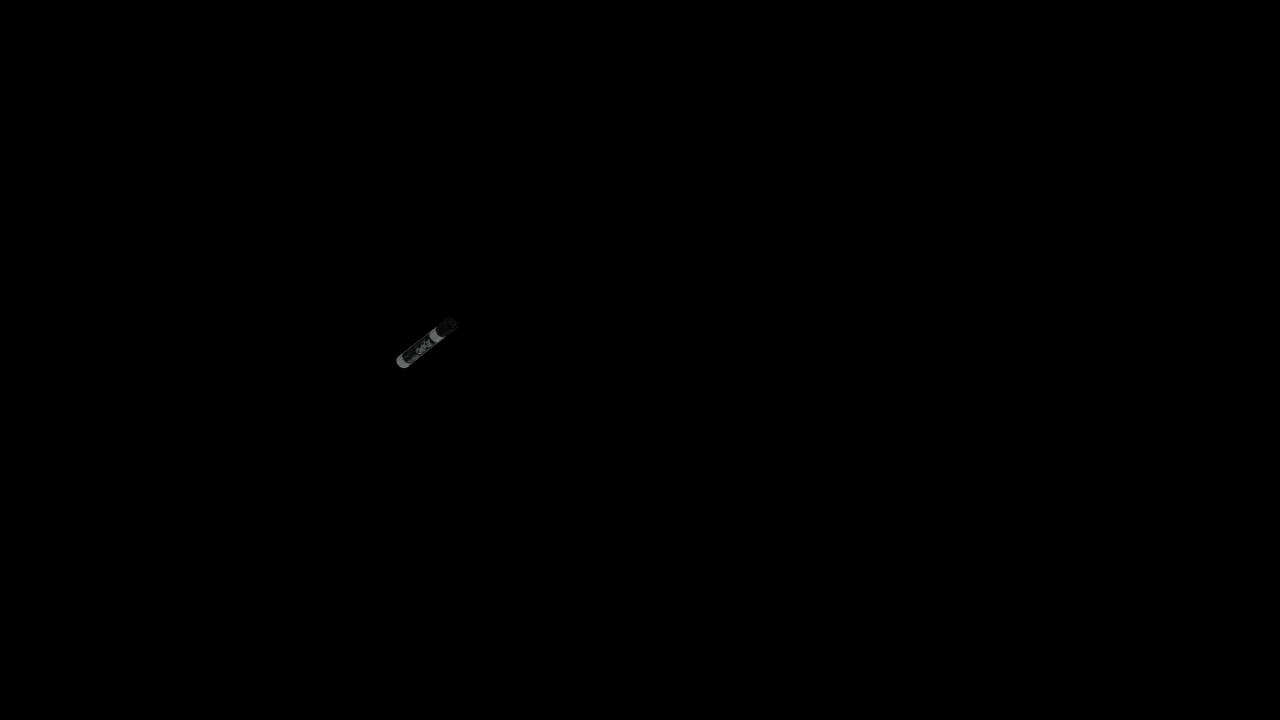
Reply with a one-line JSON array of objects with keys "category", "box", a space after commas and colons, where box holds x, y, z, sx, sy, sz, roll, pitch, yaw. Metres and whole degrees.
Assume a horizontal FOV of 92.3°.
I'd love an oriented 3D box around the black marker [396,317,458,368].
[{"category": "black marker", "box": [-0.275, -0.022, 0.794, 0.121, 0.020, 0.020, -30, -17, 32]}]
